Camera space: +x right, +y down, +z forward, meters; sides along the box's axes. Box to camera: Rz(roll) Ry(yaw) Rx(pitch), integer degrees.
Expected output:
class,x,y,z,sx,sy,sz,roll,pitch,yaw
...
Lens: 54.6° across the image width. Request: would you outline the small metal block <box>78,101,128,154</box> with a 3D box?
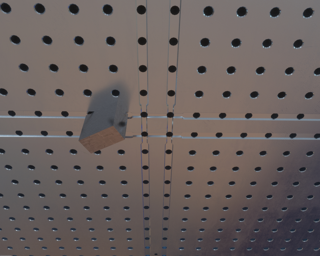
class,x,y,z,sx,sy,sz,roll,pitch,yaw
small metal block,-0.070,-0.001,0.393,0.050,0.050,0.025,-22,127,18
